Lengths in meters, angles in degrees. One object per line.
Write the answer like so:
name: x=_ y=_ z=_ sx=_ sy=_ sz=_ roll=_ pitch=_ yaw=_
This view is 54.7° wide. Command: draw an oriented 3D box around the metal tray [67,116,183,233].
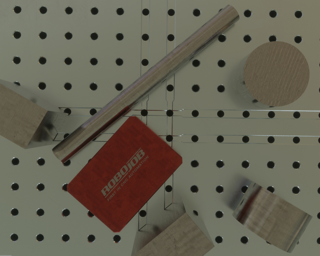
metal tray: x=-0.045 y=0.059 z=0.410 sx=0.090 sy=0.030 sz=0.130 roll=42 pitch=90 yaw=0

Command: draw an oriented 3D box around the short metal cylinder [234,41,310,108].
short metal cylinder: x=0.142 y=-0.066 z=0.402 sx=0.081 sy=0.050 sz=0.080 roll=0 pitch=90 yaw=0

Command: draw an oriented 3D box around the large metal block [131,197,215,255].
large metal block: x=0.014 y=0.138 z=0.386 sx=0.080 sy=0.080 sz=0.050 roll=-39 pitch=90 yaw=0

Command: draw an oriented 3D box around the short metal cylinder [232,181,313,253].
short metal cylinder: x=0.139 y=0.109 z=0.387 sx=0.080 sy=0.080 sz=0.050 roll=30 pitch=90 yaw=0

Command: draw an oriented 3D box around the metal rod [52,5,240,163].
metal rod: x=-0.018 y=-0.059 z=0.412 sx=0.300 sy=0.025 sz=0.025 roll=-39 pitch=90 yaw=0

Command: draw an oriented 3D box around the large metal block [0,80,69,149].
large metal block: x=-0.172 y=-0.018 z=0.384 sx=0.080 sy=0.080 sz=0.050 roll=30 pitch=90 yaw=0
